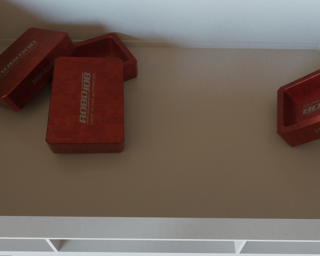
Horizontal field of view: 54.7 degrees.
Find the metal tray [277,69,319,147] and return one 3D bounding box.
[{"bbox_3d":[0.211,-0.037,0.380,0.030,0.130,0.090,39,46,-25],"label":"metal tray"}]

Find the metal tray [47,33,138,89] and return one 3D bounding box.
[{"bbox_3d":[-0.112,-0.097,0.481,0.131,0.030,0.090,-22,54,-18],"label":"metal tray"}]

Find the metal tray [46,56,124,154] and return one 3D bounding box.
[{"bbox_3d":[-0.093,-0.032,0.404,0.091,0.030,0.130,0,63,-8],"label":"metal tray"}]

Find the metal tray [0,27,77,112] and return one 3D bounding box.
[{"bbox_3d":[-0.195,-0.089,0.446,0.090,0.030,0.130,18,61,31],"label":"metal tray"}]
